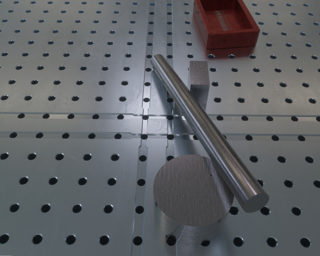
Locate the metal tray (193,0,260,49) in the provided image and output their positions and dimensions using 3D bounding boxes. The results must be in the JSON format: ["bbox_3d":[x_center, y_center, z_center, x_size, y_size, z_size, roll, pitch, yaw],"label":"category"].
[{"bbox_3d":[0.118,-0.199,0.572,0.091,0.030,0.130,-5,50,-5],"label":"metal tray"}]

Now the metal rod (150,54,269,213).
[{"bbox_3d":[0.040,-0.021,0.384,0.025,0.025,0.300,-13,39,-11],"label":"metal rod"}]

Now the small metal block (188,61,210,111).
[{"bbox_3d":[0.054,-0.060,0.442,0.025,0.050,0.050,2,50,1],"label":"small metal block"}]

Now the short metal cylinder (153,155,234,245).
[{"bbox_3d":[0.034,0.075,0.328,0.080,0.050,0.080,0,50,0],"label":"short metal cylinder"}]
